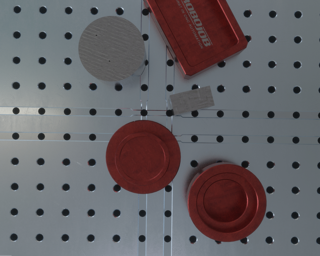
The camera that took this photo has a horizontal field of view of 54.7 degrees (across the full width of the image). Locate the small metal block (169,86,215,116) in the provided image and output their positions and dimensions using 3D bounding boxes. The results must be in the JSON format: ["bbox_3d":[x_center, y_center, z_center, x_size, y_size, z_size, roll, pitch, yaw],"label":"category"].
[{"bbox_3d":[0.039,-0.034,0.401,0.050,0.050,0.025,-14,90,0],"label":"small metal block"}]

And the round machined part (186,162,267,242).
[{"bbox_3d":[0.084,0.093,0.406,0.099,0.042,0.097,0,90,0],"label":"round machined part"}]

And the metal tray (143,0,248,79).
[{"bbox_3d":[0.045,-0.142,0.411,0.090,0.030,0.130,-28,90,0],"label":"metal tray"}]

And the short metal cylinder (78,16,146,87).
[{"bbox_3d":[-0.059,-0.096,0.400,0.081,0.050,0.079,0,90,0],"label":"short metal cylinder"}]

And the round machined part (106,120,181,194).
[{"bbox_3d":[-0.022,0.038,0.405,0.099,0.042,0.097,0,90,0],"label":"round machined part"}]
